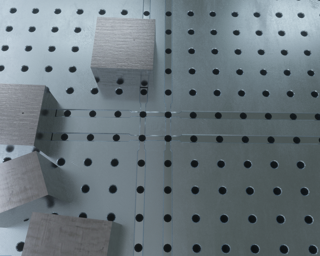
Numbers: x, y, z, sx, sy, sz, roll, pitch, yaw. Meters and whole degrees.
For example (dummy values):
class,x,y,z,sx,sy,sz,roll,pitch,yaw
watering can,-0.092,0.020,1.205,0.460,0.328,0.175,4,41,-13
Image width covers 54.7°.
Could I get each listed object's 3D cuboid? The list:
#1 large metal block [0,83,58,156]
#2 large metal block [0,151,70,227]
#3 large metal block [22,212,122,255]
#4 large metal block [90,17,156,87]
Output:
class,x,y,z,sx,sy,sz,roll,pitch,yaw
large metal block,-0.187,-0.010,0.400,0.081,0.050,0.080,3,70,0
large metal block,-0.160,0.073,0.354,0.080,0.080,0.050,-20,72,-8
large metal block,-0.090,0.124,0.336,0.080,0.080,0.050,6,70,2
large metal block,-0.048,-0.106,0.437,0.081,0.050,0.080,2,70,0
